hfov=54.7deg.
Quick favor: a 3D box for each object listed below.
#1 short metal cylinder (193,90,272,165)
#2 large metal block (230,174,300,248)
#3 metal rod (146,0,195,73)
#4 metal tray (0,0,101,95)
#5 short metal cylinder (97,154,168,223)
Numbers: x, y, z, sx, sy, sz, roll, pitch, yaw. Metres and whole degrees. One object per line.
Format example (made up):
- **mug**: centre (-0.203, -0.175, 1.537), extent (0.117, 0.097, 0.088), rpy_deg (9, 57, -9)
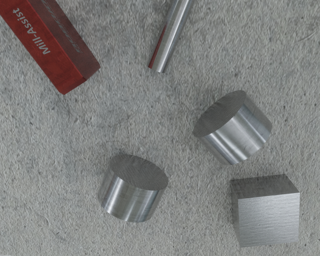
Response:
- **short metal cylinder**: centre (0.088, -0.001, 0.381), extent (0.080, 0.080, 0.050), rpy_deg (-41, 105, 13)
- **large metal block**: centre (0.147, 0.117, 0.441), extent (0.080, 0.050, 0.079), rpy_deg (-7, 110, 2)
- **metal rod**: centre (0.051, -0.202, 0.335), extent (0.025, 0.025, 0.298), rpy_deg (21, 109, -8)
- **metal tray**: centre (-0.121, -0.106, 0.334), extent (0.030, 0.090, 0.130), rpy_deg (-31, 108, 11)
- **short metal cylinder**: centre (-0.036, 0.078, 0.409), extent (0.080, 0.080, 0.050), rpy_deg (21, 109, -8)
